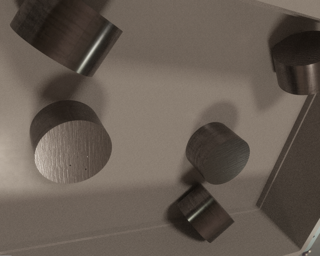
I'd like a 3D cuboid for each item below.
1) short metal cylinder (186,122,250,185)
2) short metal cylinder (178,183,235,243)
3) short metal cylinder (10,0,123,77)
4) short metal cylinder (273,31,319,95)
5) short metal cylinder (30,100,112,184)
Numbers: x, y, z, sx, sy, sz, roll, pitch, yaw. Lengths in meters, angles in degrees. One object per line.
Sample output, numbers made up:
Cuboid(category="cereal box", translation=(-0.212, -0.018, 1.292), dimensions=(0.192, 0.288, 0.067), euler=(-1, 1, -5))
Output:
Cuboid(category="short metal cylinder", translation=(0.086, 0.038, 0.465), dimensions=(0.081, 0.050, 0.079), euler=(-14, 125, -21))
Cuboid(category="short metal cylinder", translation=(0.074, 0.136, 0.500), dimensions=(0.050, 0.080, 0.080), euler=(-42, 130, 0))
Cuboid(category="short metal cylinder", translation=(-0.081, -0.089, 0.275), dimensions=(0.080, 0.080, 0.050), euler=(28, 102, -38))
Cuboid(category="short metal cylinder", translation=(0.203, -0.091, 0.430), dimensions=(0.080, 0.080, 0.050), euler=(-34, 129, -6))
Cuboid(category="short metal cylinder", translation=(-0.101, 0.015, 0.348), dimensions=(0.081, 0.050, 0.079), euler=(-14, 125, -21))
